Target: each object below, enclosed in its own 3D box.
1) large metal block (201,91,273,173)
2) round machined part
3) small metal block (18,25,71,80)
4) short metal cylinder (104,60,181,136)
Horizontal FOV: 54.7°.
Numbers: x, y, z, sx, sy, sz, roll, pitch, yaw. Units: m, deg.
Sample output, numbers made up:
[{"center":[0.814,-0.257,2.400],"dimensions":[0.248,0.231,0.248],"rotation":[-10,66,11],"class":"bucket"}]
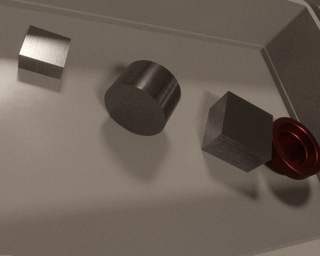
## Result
[{"center":[0.114,0.006,0.449],"dimensions":[0.080,0.050,0.080],"rotation":[27,52,-12],"class":"large metal block"},{"center":[0.199,0.035,0.484],"dimensions":[0.099,0.042,0.098],"rotation":[14,56,-21],"class":"round machined part"},{"center":[-0.143,-0.094,0.387],"dimensions":[0.050,0.025,0.050],"rotation":[15,56,-20],"class":"small metal block"},{"center":[-0.021,-0.036,0.383],"dimensions":[0.080,0.080,0.050],"rotation":[35,51,-6],"class":"short metal cylinder"}]
